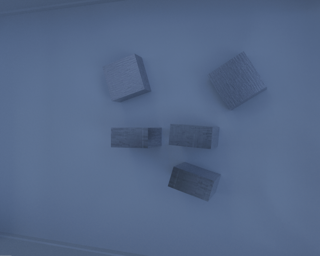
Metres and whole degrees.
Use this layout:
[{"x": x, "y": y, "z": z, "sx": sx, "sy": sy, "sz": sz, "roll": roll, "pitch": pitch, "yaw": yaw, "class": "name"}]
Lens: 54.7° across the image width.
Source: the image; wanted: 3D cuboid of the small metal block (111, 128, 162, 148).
[{"x": -0.030, "y": 0.012, "z": 0.407, "sx": 0.050, "sy": 0.050, "sz": 0.025, "roll": 0, "pitch": 90, "yaw": 19, "class": "small metal block"}]

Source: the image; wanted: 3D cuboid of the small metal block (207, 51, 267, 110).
[{"x": 0.094, "y": -0.056, "z": 0.377, "sx": 0.050, "sy": 0.025, "sz": 0.050, "roll": -33, "pitch": 80, "yaw": 16, "class": "small metal block"}]

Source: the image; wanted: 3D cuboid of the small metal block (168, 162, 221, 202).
[{"x": 0.044, "y": 0.064, "z": 0.381, "sx": 0.050, "sy": 0.050, "sz": 0.025, "roll": 18, "pitch": 96, "yaw": 19, "class": "small metal block"}]

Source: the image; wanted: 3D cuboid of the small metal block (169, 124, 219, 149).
[{"x": 0.043, "y": 0.009, "z": 0.381, "sx": 0.050, "sy": 0.050, "sz": 0.025, "roll": 5, "pitch": 92, "yaw": 19, "class": "small metal block"}]

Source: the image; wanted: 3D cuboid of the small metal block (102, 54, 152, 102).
[{"x": -0.045, "y": -0.067, "z": 0.425, "sx": 0.050, "sy": 0.025, "sz": 0.050, "roll": -18, "pitch": 84, "yaw": 18, "class": "small metal block"}]
